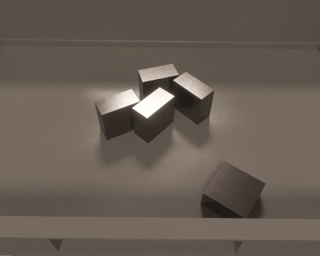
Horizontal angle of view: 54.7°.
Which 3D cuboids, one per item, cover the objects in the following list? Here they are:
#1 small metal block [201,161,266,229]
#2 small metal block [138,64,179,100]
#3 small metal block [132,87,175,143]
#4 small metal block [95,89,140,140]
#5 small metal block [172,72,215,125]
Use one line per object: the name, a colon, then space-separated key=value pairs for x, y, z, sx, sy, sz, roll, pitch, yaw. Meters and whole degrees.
small metal block: x=0.081 y=0.073 z=0.345 sx=0.050 sy=0.025 sz=0.050 roll=29 pitch=55 yaw=21
small metal block: x=-0.002 y=-0.059 z=0.439 sx=0.050 sy=0.050 sz=0.025 roll=-13 pitch=52 yaw=-11
small metal block: x=-0.008 y=-0.016 z=0.402 sx=0.025 sy=0.050 sz=0.050 roll=35 pitch=58 yaw=25
small metal block: x=-0.053 y=-0.017 z=0.402 sx=0.050 sy=0.050 sz=0.025 roll=-22 pitch=54 yaw=-18
small metal block: x=0.044 y=-0.040 z=0.423 sx=0.025 sy=0.050 sz=0.050 roll=-36 pitch=59 yaw=-26
